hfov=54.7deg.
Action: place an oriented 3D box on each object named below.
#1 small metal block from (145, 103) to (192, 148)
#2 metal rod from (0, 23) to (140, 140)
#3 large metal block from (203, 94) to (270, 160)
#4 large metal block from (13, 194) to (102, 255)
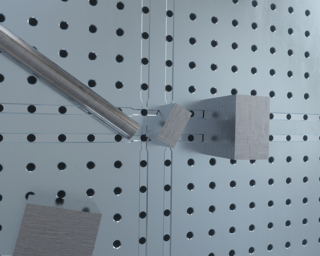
[{"bbox_3d":[0.010,-0.003,0.403,0.025,0.050,0.050,31,80,-18],"label":"small metal block"},{"bbox_3d":[-0.150,-0.081,0.357,0.301,0.025,0.025,36,78,-17],"label":"metal rod"},{"bbox_3d":[0.101,-0.001,0.421,0.050,0.080,0.080,2,90,-20],"label":"large metal block"},{"bbox_3d":[-0.119,0.126,0.355,0.081,0.050,0.080,15,85,-20],"label":"large metal block"}]
